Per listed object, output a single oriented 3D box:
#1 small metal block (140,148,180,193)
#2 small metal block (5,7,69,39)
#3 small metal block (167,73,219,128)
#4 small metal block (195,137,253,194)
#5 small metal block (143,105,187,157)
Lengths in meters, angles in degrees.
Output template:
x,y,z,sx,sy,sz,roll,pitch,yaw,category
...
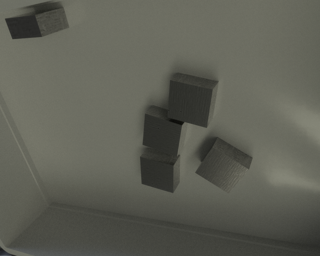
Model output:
x,y,z,sx,sy,sz,roll,pitch,yaw,category
0.001,0.060,0.444,0.050,0.025,0.050,12,124,21,small metal block
-0.153,-0.132,0.390,0.050,0.050,0.025,4,120,25,small metal block
0.038,-0.033,0.367,0.050,0.025,0.050,16,125,18,small metal block
0.081,0.048,0.395,0.050,0.025,0.050,32,128,7,small metal block
0.007,0.004,0.406,0.050,0.025,0.050,18,126,17,small metal block
